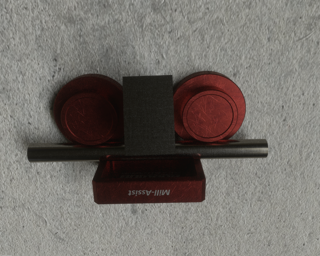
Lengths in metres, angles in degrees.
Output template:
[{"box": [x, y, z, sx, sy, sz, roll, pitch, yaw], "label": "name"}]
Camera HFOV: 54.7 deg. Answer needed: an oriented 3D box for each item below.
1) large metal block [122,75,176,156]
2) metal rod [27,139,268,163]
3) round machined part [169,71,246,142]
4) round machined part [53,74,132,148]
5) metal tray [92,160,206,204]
[{"box": [-0.011, -0.011, 0.349, 0.050, 0.080, 0.080, -2, 87, 0], "label": "large metal block"}, {"box": [-0.015, 0.029, 0.400, 0.302, 0.025, 0.025, -1, 110, 0], "label": "metal rod"}, {"box": [0.061, -0.021, 0.394, 0.099, 0.042, 0.097, 0, 110, -1], "label": "round machined part"}, {"box": [-0.086, -0.017, 0.392, 0.099, 0.042, 0.097, 0, 110, -1], "label": "round machined part"}, {"box": [-0.013, 0.059, 0.398, 0.131, 0.090, 0.030, -1, 110, 0], "label": "metal tray"}]
